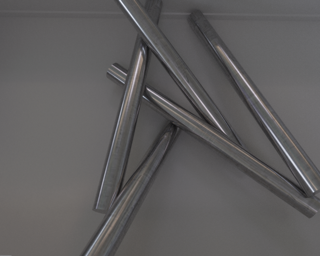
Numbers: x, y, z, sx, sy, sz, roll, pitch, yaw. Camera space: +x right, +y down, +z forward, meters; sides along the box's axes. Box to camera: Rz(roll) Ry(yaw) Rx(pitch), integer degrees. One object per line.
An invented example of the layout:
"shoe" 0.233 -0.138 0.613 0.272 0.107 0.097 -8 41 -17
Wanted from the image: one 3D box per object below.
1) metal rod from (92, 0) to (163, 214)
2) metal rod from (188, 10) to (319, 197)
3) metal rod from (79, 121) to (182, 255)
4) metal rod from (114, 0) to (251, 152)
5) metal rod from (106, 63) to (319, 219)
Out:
"metal rod" -0.032 -0.047 0.379 0.025 0.025 0.299 9 64 3
"metal rod" 0.110 -0.051 0.398 0.025 0.025 0.299 -21 60 -8
"metal rod" -0.035 0.079 0.297 0.025 0.025 0.301 23 39 8
"metal rod" 0.016 -0.082 0.390 0.025 0.025 0.299 -38 93 -12
"metal rod" 0.053 0.006 0.381 0.300 0.025 0.025 35 74 16
